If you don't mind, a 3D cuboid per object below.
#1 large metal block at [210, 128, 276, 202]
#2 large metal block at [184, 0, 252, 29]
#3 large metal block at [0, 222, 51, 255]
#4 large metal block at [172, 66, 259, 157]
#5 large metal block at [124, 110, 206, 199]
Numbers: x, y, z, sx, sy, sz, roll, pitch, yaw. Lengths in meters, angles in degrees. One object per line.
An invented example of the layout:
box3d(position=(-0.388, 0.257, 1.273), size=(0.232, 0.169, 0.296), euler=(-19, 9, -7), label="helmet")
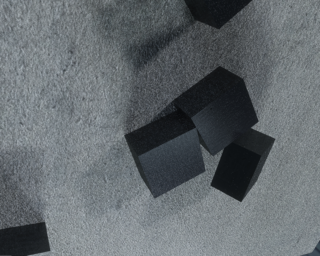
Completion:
box3d(position=(0.126, 0.051, 0.469), size=(0.081, 0.050, 0.079), euler=(-25, 136, -54), label="large metal block")
box3d(position=(0.061, -0.165, 0.322), size=(0.080, 0.050, 0.080), euler=(-41, 130, 0), label="large metal block")
box3d(position=(-0.188, 0.175, 0.396), size=(0.081, 0.050, 0.079), euler=(-2, 120, -28), label="large metal block")
box3d(position=(0.076, -0.022, 0.418), size=(0.080, 0.050, 0.080), euler=(-37, 129, -4), label="large metal block")
box3d(position=(0.008, 0.035, 0.417), size=(0.080, 0.050, 0.080), euler=(-26, 128, -12), label="large metal block")
